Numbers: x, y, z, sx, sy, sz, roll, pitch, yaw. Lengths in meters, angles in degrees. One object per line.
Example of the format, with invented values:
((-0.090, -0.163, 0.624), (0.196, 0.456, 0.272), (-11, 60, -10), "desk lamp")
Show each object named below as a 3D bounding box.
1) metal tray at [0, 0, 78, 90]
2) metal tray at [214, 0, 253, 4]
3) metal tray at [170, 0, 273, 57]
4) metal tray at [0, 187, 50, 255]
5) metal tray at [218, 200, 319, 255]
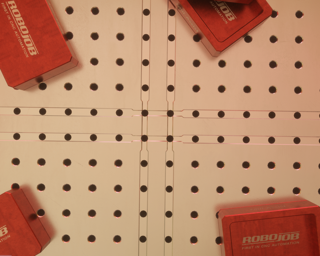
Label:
((-0.178, -0.127, 0.410), (0.090, 0.030, 0.130), (-25, 90, 0), "metal tray")
((0.080, -0.226, 0.380), (0.090, 0.030, 0.129), (6, 90, 0), "metal tray")
((0.072, -0.173, 0.411), (0.090, 0.030, 0.130), (-37, 90, 0), "metal tray")
((-0.227, 0.150, 0.410), (0.130, 0.030, 0.090), (-30, 90, 0), "metal tray")
((0.148, 0.150, 0.411), (0.131, 0.030, 0.090), (-6, 90, 0), "metal tray")
